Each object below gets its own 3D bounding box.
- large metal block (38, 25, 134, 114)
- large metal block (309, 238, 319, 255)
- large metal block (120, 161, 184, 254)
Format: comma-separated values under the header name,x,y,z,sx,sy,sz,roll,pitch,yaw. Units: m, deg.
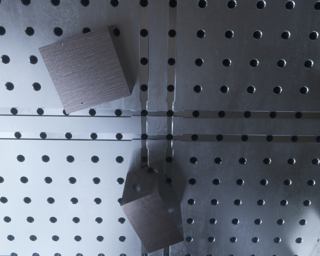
name,x,y,z,sx,sy,sz,roll,pitch,yaw
large metal block,-0.084,-0.071,0.373,0.080,0.050,0.080,-16,109,5
large metal block,0.286,0.213,0.481,0.080,0.050,0.080,17,109,-7
large metal block,-0.009,0.105,0.423,0.050,0.080,0.080,-23,109,8
